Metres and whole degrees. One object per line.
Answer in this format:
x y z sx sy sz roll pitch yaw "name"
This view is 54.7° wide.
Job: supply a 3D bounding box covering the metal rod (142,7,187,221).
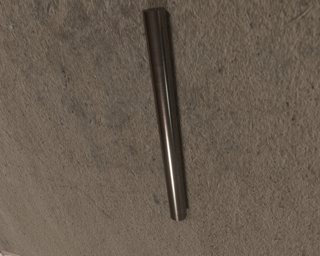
0.011 0.003 0.401 0.025 0.025 0.298 6 122 24 "metal rod"
